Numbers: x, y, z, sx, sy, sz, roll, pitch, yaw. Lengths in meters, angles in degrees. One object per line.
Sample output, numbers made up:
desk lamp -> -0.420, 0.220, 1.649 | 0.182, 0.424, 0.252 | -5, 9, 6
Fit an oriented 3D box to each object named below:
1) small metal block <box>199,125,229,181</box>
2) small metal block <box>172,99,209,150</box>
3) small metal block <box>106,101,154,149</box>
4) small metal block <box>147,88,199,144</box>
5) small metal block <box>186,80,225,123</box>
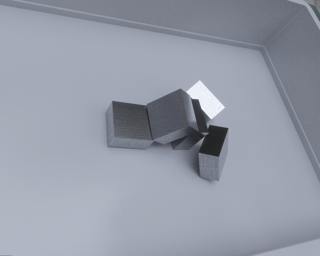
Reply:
small metal block -> 0.071, 0.033, 0.404 | 0.025, 0.050, 0.050 | 11, 48, 20
small metal block -> 0.034, -0.004, 0.411 | 0.025, 0.050, 0.050 | 1, 61, -28
small metal block -> -0.038, -0.003, 0.385 | 0.050, 0.025, 0.050 | 6, 59, -25
small metal block -> 0.015, -0.013, 0.382 | 0.025, 0.050, 0.050 | 26, 48, -54
small metal block -> 0.060, -0.035, 0.440 | 0.025, 0.050, 0.050 | -41, 85, -7
